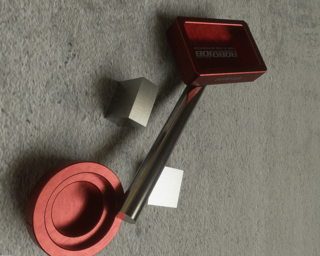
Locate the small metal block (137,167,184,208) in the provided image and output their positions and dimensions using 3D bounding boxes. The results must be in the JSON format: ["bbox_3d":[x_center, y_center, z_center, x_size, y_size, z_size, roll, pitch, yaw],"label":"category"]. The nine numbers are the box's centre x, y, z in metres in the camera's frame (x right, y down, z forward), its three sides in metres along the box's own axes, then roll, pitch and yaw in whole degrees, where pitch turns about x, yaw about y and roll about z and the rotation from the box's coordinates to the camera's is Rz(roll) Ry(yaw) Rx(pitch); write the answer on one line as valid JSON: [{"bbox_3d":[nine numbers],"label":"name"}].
[{"bbox_3d":[0.000,0.075,0.407,0.050,0.025,0.050,19,78,-39],"label":"small metal block"}]

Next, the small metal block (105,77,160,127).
[{"bbox_3d":[-0.033,-0.029,0.362,0.025,0.050,0.050,30,71,-37],"label":"small metal block"}]

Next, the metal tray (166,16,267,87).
[{"bbox_3d":[0.082,-0.108,0.436,0.131,0.030,0.090,-9,72,-31],"label":"metal tray"}]

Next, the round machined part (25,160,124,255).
[{"bbox_3d":[-0.089,0.082,0.321,0.099,0.042,0.097,0,90,-40],"label":"round machined part"}]

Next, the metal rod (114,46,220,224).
[{"bbox_3d":[0.027,-0.016,0.400,0.025,0.025,0.301,51,51,-28],"label":"metal rod"}]
